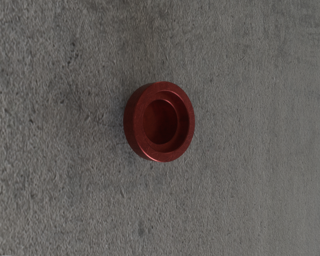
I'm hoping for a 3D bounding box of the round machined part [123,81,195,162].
[{"bbox_3d":[-0.005,-0.008,0.388,0.099,0.042,0.097,0,90,-40],"label":"round machined part"}]
